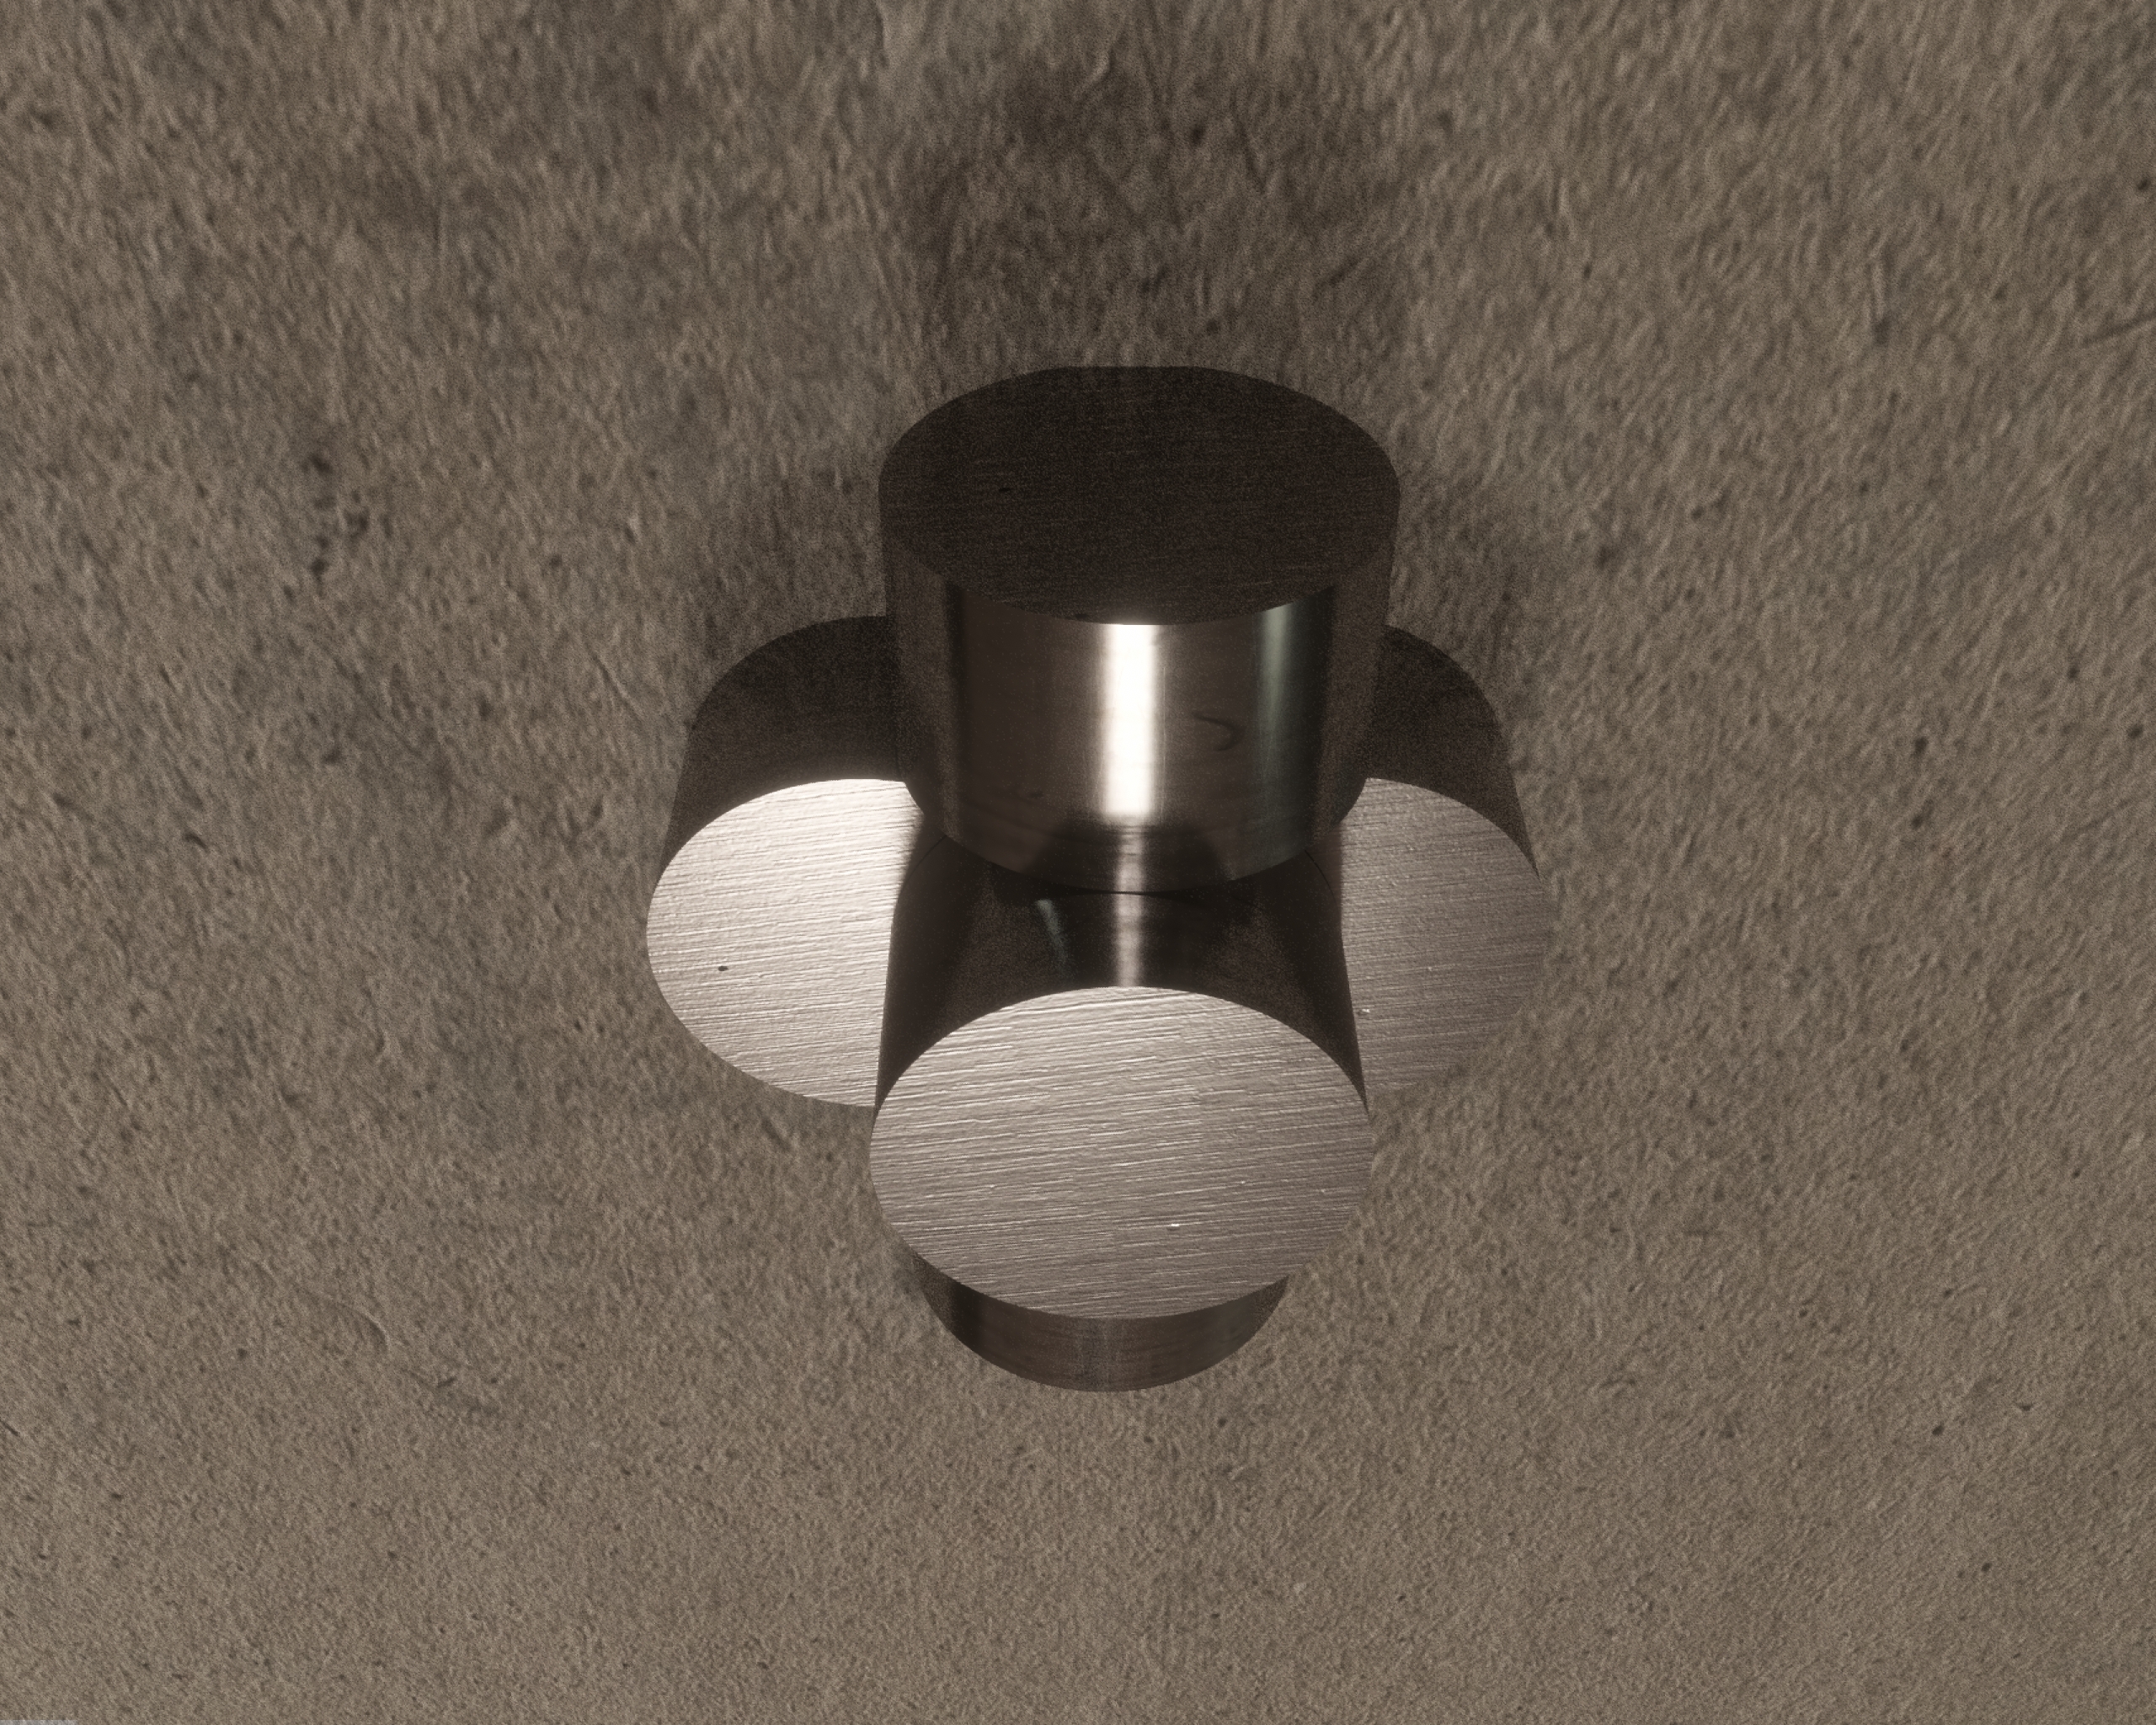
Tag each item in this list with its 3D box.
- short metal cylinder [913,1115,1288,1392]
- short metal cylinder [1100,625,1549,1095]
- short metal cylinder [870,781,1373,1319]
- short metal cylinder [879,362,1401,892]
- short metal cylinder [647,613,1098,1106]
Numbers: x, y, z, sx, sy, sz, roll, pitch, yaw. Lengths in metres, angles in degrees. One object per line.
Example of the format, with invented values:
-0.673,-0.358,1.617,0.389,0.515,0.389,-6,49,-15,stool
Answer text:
0.005,0.059,0.424,0.081,0.080,0.050,0,130,-1,short metal cylinder
0.044,0.000,0.393,0.081,0.050,0.079,0,130,0,short metal cylinder
0.007,0.033,0.354,0.081,0.050,0.079,0,130,0,short metal cylinder
0.010,-0.040,0.339,0.081,0.080,0.050,0,130,-1,short metal cylinder
-0.036,0.000,0.392,0.081,0.050,0.079,0,130,0,short metal cylinder
